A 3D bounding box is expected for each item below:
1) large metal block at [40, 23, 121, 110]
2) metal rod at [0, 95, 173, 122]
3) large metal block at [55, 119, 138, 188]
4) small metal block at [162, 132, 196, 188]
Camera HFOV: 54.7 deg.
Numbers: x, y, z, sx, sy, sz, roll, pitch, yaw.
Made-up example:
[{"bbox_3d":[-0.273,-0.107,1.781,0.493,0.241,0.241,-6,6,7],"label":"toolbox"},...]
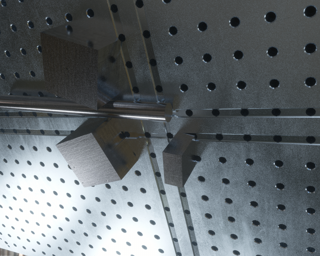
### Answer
[{"bbox_3d":[-0.100,-0.080,0.397,0.080,0.050,0.079,20,126,16],"label":"large metal block"},{"bbox_3d":[-0.125,-0.032,0.455,0.301,0.025,0.025,5,121,25],"label":"metal rod"},{"bbox_3d":[-0.094,0.037,0.466,0.080,0.050,0.080,-17,110,34],"label":"large metal block"},{"bbox_3d":[0.026,0.041,0.405,0.025,0.050,0.050,10,123,23],"label":"small metal block"}]
